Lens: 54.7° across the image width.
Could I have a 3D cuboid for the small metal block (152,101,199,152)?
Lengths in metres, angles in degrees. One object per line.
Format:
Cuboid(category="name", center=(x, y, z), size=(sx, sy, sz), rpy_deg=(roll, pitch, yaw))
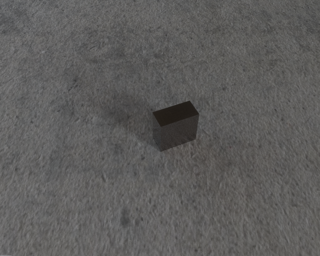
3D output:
Cuboid(category="small metal block", center=(0.019, -0.002, 0.389), size=(0.050, 0.050, 0.025), rpy_deg=(-18, 53, -15))
